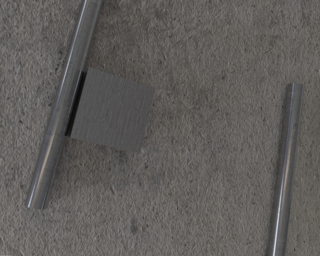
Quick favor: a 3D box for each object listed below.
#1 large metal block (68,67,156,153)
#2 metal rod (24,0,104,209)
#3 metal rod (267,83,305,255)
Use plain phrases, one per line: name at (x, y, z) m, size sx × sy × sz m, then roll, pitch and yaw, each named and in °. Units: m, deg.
large metal block at (-0.060, -0.019, 0.374) m, size 0.081 × 0.050 × 0.080 m, roll 15°, pitch 85°, yaw -20°
metal rod at (-0.107, -0.054, 0.369) m, size 0.025 × 0.025 × 0.299 m, roll 16°, pitch 85°, yaw -20°
metal rod at (0.194, 0.080, 0.481) m, size 0.025 × 0.025 × 0.298 m, roll 9°, pitch 87°, yaw -20°
